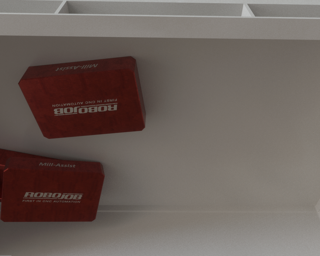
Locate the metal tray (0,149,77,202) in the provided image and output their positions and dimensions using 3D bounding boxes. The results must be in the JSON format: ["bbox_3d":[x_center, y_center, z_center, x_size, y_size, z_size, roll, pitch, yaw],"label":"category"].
[{"bbox_3d":[-0.193,0.082,0.473,0.131,0.030,0.089,12,129,-10],"label":"metal tray"}]

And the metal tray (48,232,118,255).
[{"bbox_3d":[-0.161,0.267,0.633,0.090,0.030,0.130,36,121,-27],"label":"metal tray"}]

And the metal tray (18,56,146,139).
[{"bbox_3d":[-0.088,-0.034,0.376,0.131,0.030,0.089,-5,130,4],"label":"metal tray"}]

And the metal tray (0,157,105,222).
[{"bbox_3d":[-0.153,0.091,0.447,0.131,0.030,0.089,6,114,-21],"label":"metal tray"}]
